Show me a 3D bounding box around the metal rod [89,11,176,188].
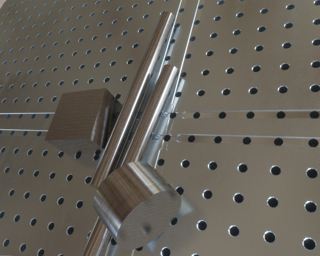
[{"bbox_3d":[-0.033,-0.053,0.458,0.025,0.025,0.300,6,64,31],"label":"metal rod"}]

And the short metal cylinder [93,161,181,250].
[{"bbox_3d":[-0.024,0.083,0.335,0.080,0.080,0.050,-46,51,-4],"label":"short metal cylinder"}]

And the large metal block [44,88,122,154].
[{"bbox_3d":[-0.109,-0.008,0.454,0.080,0.050,0.080,-3,60,27],"label":"large metal block"}]

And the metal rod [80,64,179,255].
[{"bbox_3d":[-0.037,0.045,0.399,0.025,0.025,0.300,9,66,32],"label":"metal rod"}]
